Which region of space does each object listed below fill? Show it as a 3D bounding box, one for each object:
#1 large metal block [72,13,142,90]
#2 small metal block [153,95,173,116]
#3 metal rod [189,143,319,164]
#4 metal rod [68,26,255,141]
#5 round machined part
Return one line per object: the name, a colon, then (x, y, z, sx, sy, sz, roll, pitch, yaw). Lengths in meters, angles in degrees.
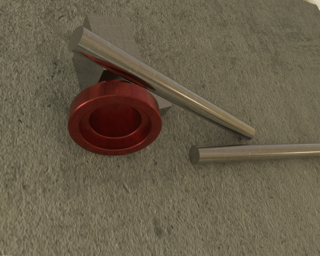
large metal block: (-0.067, -0.079, 0.382, 0.050, 0.080, 0.080, -6, 65, -31)
small metal block: (-0.020, -0.039, 0.419, 0.050, 0.025, 0.050, -17, 71, -35)
metal rod: (0.178, 0.037, 0.479, 0.303, 0.025, 0.025, 1, 62, -28)
metal rod: (0.029, -0.037, 0.379, 0.302, 0.025, 0.025, 23, 51, -40)
round machined part: (-0.050, -0.015, 0.342, 0.099, 0.097, 0.042, 11, 45, -23)
